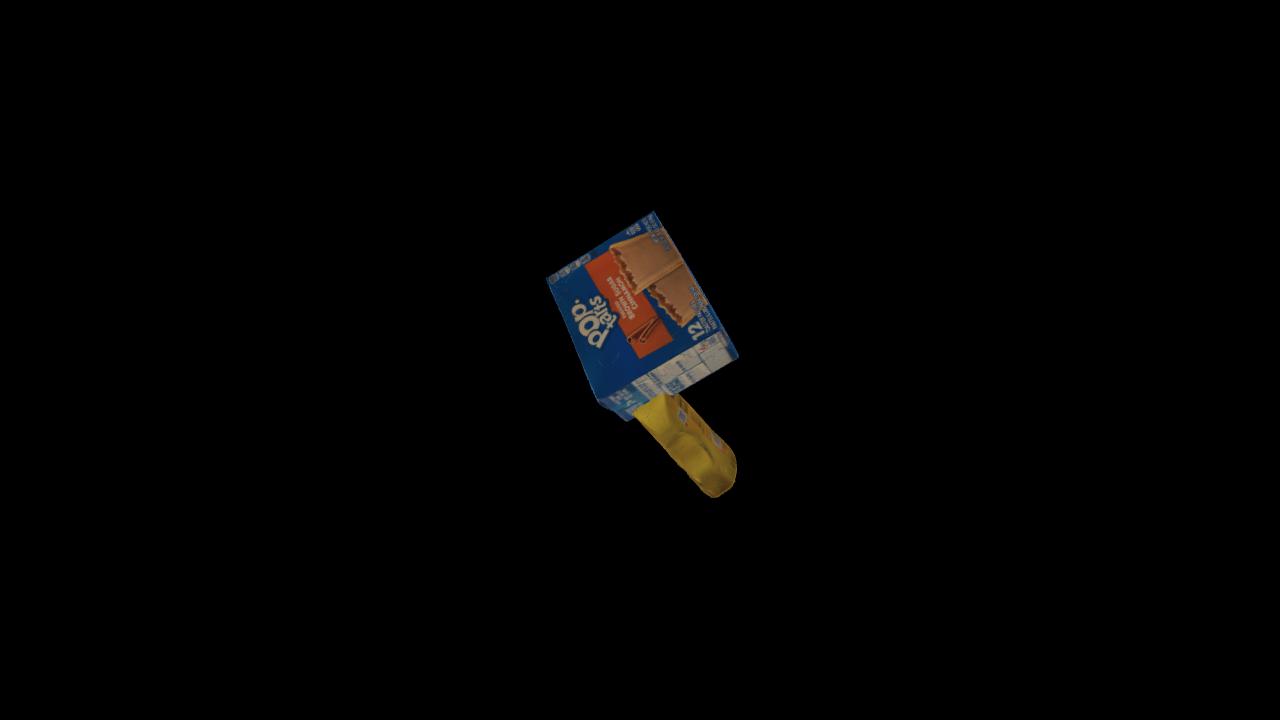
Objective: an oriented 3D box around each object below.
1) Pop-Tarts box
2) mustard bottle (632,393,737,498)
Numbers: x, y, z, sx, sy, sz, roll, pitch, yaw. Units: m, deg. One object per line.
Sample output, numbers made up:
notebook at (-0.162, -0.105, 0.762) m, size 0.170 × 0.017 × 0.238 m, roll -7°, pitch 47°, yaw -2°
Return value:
Pop-Tarts box at (0.000, -0.046, 0.650) m, size 0.141 × 0.167 × 0.083 m, roll -30°, pitch -30°, yaw 9°
mustard bottle at (0.033, 0.064, 0.670) m, size 0.054 × 0.184 × 0.092 m, roll -34°, pitch 23°, yaw 18°
